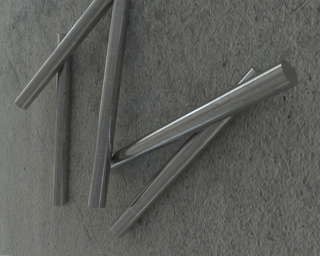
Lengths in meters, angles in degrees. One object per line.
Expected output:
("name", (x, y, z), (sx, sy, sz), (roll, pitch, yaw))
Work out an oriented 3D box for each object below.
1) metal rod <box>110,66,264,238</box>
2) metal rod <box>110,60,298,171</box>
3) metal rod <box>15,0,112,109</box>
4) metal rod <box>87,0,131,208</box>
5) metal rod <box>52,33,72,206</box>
("metal rod", (0.021, 0.047, 0.387), (0.298, 0.025, 0.025), (-51, 60, 27))
("metal rod", (0.016, 0.004, 0.366), (0.299, 0.025, 0.025), (-28, 72, 44))
("metal rod", (-0.147, -0.134, 0.501), (0.299, 0.025, 0.025), (-41, 65, 23))
("metal rod", (-0.071, -0.039, 0.440), (0.025, 0.025, 0.298), (3, 84, 40))
("metal rod", (-0.172, -0.013, 0.547), (0.025, 0.025, 0.298), (5, 93, 40))
